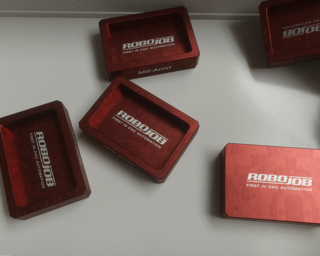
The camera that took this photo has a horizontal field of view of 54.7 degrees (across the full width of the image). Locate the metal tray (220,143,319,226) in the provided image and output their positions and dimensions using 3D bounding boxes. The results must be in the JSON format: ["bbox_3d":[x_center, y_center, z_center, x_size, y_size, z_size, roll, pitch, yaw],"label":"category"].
[{"bbox_3d":[0.142,0.069,0.382,0.131,0.030,0.090,4,70,1],"label":"metal tray"}]

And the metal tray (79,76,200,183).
[{"bbox_3d":[-0.027,0.000,0.406,0.130,0.030,0.090,32,73,11],"label":"metal tray"}]

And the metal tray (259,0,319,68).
[{"bbox_3d":[0.209,-0.140,0.424,0.130,0.030,0.090,-8,83,20],"label":"metal tray"}]

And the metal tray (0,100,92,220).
[{"bbox_3d":[-0.150,0.038,0.391,0.091,0.030,0.130,-19,71,-7],"label":"metal tray"}]

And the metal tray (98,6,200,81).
[{"bbox_3d":[-0.017,-0.123,0.451,0.131,0.030,0.090,-11,70,-4],"label":"metal tray"}]
